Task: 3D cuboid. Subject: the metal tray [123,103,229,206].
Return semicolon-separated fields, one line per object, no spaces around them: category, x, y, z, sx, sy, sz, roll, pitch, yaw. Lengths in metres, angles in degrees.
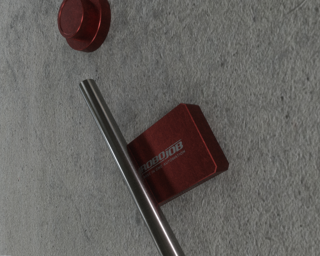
metal tray;0.011;0.039;0.391;0.130;0.030;0.090;-37;68;33

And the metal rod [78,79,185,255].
metal rod;-0.037;0.057;0.393;0.025;0.025;0.299;-44;64;31

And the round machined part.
round machined part;-0.127;-0.174;0.496;0.098;0.042;0.097;0;90;39
